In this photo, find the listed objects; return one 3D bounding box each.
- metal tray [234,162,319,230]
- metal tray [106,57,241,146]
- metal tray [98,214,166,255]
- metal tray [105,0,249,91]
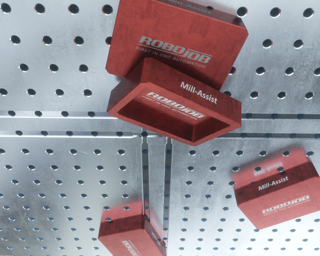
[{"bbox_3d":[0.201,0.115,0.507,0.130,0.030,0.090,-27,125,21],"label":"metal tray"},{"bbox_3d":[0.017,-0.022,0.356,0.131,0.030,0.090,21,151,-26],"label":"metal tray"},{"bbox_3d":[-0.050,0.222,0.596,0.090,0.030,0.130,-15,129,12],"label":"metal tray"},{"bbox_3d":[0.015,-0.088,0.333,0.131,0.030,0.089,13,129,-11],"label":"metal tray"}]
